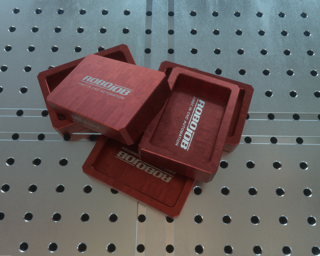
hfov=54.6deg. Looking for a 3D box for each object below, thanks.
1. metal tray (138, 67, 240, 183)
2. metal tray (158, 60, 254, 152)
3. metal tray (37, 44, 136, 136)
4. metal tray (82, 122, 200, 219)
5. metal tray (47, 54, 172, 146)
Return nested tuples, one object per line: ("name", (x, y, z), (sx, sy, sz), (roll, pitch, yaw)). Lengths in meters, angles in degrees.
("metal tray", (0.038, -0.009, 0.379), (0.090, 0.030, 0.130), (19, 60, 7))
("metal tray", (0.050, -0.031, 0.420), (0.130, 0.030, 0.090), (18, 71, 7))
("metal tray", (-0.091, -0.054, 0.428), (0.131, 0.030, 0.090), (-21, 71, -7))
("metal tray", (-0.019, 0.045, 0.392), (0.130, 0.030, 0.090), (25, 72, 9))
("metal tray", (-0.063, -0.040, 0.380), (0.130, 0.030, 0.090), (20, 62, 30))
